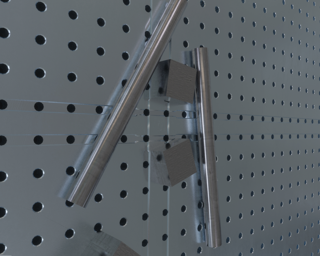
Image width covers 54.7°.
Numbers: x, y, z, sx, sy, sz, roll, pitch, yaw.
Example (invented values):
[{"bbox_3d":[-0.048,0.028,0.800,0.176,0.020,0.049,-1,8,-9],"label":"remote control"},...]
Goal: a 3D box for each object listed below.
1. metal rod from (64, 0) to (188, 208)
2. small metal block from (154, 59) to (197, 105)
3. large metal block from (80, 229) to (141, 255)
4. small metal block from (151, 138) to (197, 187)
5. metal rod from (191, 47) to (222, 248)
[{"bbox_3d":[-0.032,-0.047,0.382,0.025,0.025,0.300,38,67,-34],"label":"metal rod"},{"bbox_3d":[0.022,-0.062,0.428,0.050,0.025,0.050,12,83,-40],"label":"small metal block"},{"bbox_3d":[-0.054,0.176,0.348,0.080,0.050,0.080,49,61,-29],"label":"large metal block"},{"bbox_3d":[0.020,0.046,0.427,0.050,0.025,0.050,-23,105,-38],"label":"small metal block"},{"bbox_3d":[0.071,0.031,0.469,0.025,0.025,0.298,-8,95,-40],"label":"metal rod"}]
